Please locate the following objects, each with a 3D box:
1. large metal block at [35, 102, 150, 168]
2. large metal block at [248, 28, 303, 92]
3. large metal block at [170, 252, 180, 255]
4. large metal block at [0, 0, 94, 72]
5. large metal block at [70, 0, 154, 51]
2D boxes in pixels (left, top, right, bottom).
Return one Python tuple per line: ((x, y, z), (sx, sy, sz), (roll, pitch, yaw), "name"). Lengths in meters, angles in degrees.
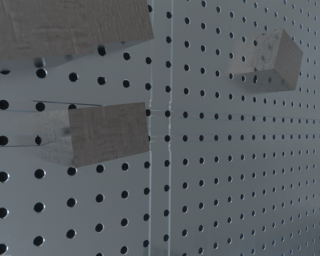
((-0.069, 0.004, 0.315), (0.081, 0.080, 0.050), (-10, 96, -40), "large metal block")
((0.215, -0.121, 0.571), (0.080, 0.050, 0.080), (28, 72, -36), "large metal block")
((0.043, 0.230, 0.428), (0.080, 0.050, 0.080), (37, 67, -34), "large metal block")
((-0.118, -0.081, 0.274), (0.081, 0.080, 0.050), (-17, 101, -39), "large metal block")
((-0.060, -0.130, 0.341), (0.081, 0.050, 0.080), (-19, 102, -38), "large metal block")
